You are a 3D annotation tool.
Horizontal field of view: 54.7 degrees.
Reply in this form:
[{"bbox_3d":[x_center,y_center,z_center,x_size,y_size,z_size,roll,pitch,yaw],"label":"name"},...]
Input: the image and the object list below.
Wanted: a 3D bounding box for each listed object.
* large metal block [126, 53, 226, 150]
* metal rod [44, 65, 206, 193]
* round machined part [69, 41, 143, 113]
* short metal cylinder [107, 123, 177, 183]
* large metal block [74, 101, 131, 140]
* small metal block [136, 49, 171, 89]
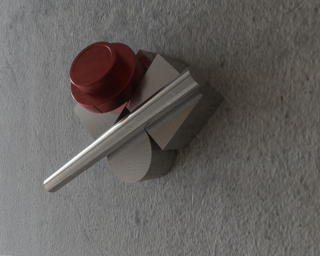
[{"bbox_3d":[0.017,-0.031,0.375,0.080,0.050,0.080,49,119,28],"label":"large metal block"},{"bbox_3d":[-0.065,0.018,0.392,0.299,0.025,0.025,-34,69,34],"label":"metal rod"},{"bbox_3d":[-0.075,-0.071,0.398,0.098,0.042,0.098,-12,60,21],"label":"round machined part"},{"bbox_3d":[-0.025,0.029,0.408,0.080,0.050,0.079,0,90,39],"label":"short metal cylinder"},{"bbox_3d":[-0.068,-0.030,0.443,0.080,0.050,0.080,50,119,28],"label":"large metal block"},{"bbox_3d":[-0.018,-0.069,0.418,0.050,0.025,0.050,50,119,28],"label":"small metal block"}]
